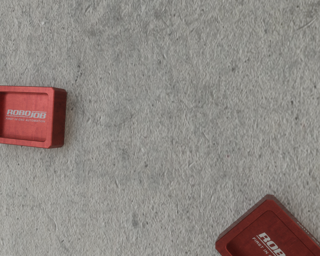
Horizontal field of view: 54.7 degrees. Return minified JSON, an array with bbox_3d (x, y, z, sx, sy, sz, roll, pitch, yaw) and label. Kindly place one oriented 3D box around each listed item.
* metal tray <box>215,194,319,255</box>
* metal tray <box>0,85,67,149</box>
[{"bbox_3d":[0.141,0.154,0.356,0.090,0.030,0.130,-46,76,14],"label":"metal tray"},{"bbox_3d":[-0.210,-0.019,0.480,0.130,0.030,0.089,4,91,19],"label":"metal tray"}]
